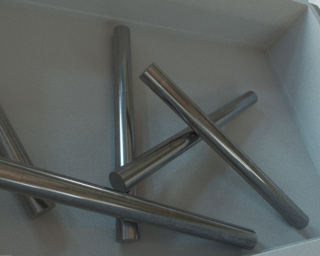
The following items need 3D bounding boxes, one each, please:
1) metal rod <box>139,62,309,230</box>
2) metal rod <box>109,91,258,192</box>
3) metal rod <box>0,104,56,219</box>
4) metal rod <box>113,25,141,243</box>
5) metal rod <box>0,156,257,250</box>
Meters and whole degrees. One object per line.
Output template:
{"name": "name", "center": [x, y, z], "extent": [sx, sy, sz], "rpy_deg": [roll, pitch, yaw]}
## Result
{"name": "metal rod", "center": [0.090, 0.032, 0.394], "extent": [0.300, 0.025, 0.025], "rpy_deg": [43, 50, -15]}
{"name": "metal rod", "center": [0.054, 0.003, 0.414], "extent": [0.302, 0.025, 0.025], "rpy_deg": [-28, 78, -43]}
{"name": "metal rod", "center": [-0.193, -0.041, 0.326], "extent": [0.025, 0.025, 0.299], "rpy_deg": [-25, 75, -37]}
{"name": "metal rod", "center": [-0.045, -0.014, 0.390], "extent": [0.025, 0.025, 0.299], "rpy_deg": [9, 58, -24]}
{"name": "metal rod", "center": [-0.014, 0.085, 0.314], "extent": [0.302, 0.025, 0.025], "rpy_deg": [23, 53, -27]}
